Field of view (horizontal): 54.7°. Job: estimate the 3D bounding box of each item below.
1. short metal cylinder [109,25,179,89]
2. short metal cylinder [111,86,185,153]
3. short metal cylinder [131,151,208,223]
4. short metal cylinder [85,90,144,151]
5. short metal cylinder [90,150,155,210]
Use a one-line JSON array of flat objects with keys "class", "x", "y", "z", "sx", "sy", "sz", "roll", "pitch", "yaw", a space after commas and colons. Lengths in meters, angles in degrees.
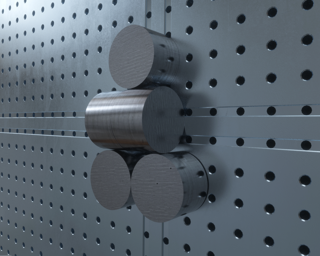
[{"class": "short metal cylinder", "x": -0.022, "y": -0.090, "z": 0.409, "sx": 0.080, "sy": 0.050, "sz": 0.079, "roll": 0, "pitch": 90, "yaw": 39}, {"class": "short metal cylinder", "x": -0.013, "y": -0.010, "z": 0.383, "sx": 0.050, "sy": 0.081, "sz": 0.079, "roll": 1, "pitch": 91, "yaw": 40}, {"class": "short metal cylinder", "x": 0.011, "y": 0.070, "z": 0.381, "sx": 0.080, "sy": 0.050, "sz": 0.079, "roll": 0, "pitch": 90, "yaw": 39}, {"class": "short metal cylinder", "x": -0.052, "y": -0.010, "z": 0.415, "sx": 0.050, "sy": 0.081, "sz": 0.079, "roll": 1, "pitch": 91, "yaw": 40}, {"class": "short metal cylinder", "x": -0.051, "y": 0.069, "z": 0.432, "sx": 0.080, "sy": 0.050, "sz": 0.079, "roll": 0, "pitch": 90, "yaw": 39}]
